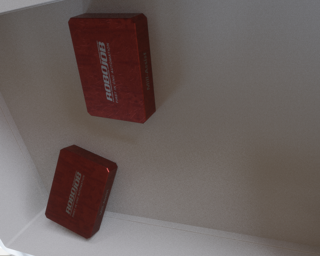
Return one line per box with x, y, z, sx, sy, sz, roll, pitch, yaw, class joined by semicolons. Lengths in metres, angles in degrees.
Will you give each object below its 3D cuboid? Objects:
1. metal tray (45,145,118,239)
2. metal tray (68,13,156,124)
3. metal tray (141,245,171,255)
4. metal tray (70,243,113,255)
-0.130;0.103;0.506;0.090;0.030;0.129;22;105;15;metal tray
-0.057;-0.074;0.388;0.090;0.030;0.129;9;122;23;metal tray
0.023;0.278;0.566;0.130;0.030;0.089;21;126;15;metal tray
-0.135;0.316;0.672;0.090;0.030;0.129;6;121;24;metal tray
